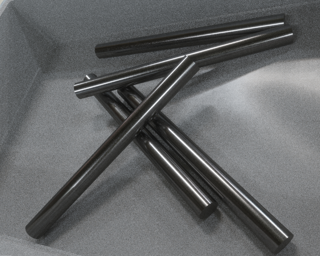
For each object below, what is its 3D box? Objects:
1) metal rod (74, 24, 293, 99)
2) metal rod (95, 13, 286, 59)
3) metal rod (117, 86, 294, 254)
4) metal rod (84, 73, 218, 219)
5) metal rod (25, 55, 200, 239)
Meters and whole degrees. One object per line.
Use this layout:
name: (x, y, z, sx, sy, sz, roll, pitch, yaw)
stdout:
metal rod: (0.022, -0.087, 0.425, 0.301, 0.025, 0.025, -13, 56, 13)
metal rod: (0.029, -0.135, 0.471, 0.300, 0.025, 0.025, -1, 62, 27)
metal rod: (0.029, 0.023, 0.374, 0.025, 0.025, 0.300, -43, 51, -2)
metal rod: (-0.032, 0.004, 0.418, 0.025, 0.025, 0.300, -43, 51, -2)
metal rod: (-0.063, 0.028, 0.393, 0.300, 0.025, 0.025, -46, 51, 5)
